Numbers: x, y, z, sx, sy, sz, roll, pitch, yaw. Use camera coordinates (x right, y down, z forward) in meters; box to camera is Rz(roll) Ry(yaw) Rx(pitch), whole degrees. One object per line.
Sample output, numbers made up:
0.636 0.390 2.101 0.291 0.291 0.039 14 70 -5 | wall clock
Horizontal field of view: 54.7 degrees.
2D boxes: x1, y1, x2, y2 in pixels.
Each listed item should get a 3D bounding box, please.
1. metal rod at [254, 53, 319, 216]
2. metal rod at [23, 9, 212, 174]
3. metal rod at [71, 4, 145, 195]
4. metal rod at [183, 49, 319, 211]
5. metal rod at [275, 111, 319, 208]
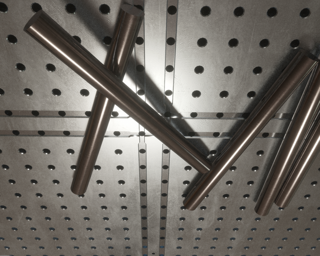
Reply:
0.184 0.028 0.438 0.025 0.025 0.298 2 130 -2 | metal rod
-0.023 -0.020 0.368 0.025 0.025 0.301 -30 132 23 | metal rod
-0.078 -0.011 0.401 0.025 0.025 0.298 15 129 -13 | metal rod
0.108 0.024 0.433 0.025 0.025 0.298 18 128 -15 | metal rod
0.215 0.010 0.423 0.025 0.025 0.298 3 130 -3 | metal rod
